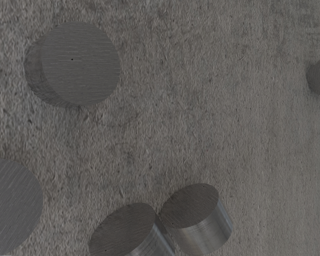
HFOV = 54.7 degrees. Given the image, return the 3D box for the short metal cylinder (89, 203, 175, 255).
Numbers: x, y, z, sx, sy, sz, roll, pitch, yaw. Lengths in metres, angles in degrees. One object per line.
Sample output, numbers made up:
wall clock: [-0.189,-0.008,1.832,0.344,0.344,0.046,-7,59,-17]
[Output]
short metal cylinder: [-0.030,0.130,0.344,0.080,0.080,0.050,-42,116,-32]

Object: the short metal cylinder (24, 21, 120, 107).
short metal cylinder: [-0.088,-0.061,0.314,0.081,0.050,0.080,0,90,-40]

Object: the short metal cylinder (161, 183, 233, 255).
short metal cylinder: [0.049,0.119,0.410,0.080,0.080,0.050,-42,116,-32]

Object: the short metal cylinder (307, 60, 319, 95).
short metal cylinder: [0.375,-0.116,0.683,0.050,0.080,0.080,-39,114,-33]

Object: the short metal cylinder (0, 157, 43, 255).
short metal cylinder: [-0.149,0.064,0.264,0.081,0.050,0.080,0,90,-40]
